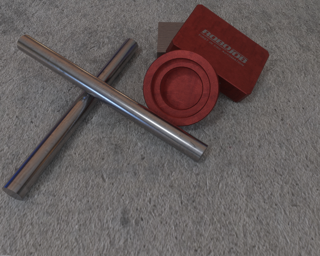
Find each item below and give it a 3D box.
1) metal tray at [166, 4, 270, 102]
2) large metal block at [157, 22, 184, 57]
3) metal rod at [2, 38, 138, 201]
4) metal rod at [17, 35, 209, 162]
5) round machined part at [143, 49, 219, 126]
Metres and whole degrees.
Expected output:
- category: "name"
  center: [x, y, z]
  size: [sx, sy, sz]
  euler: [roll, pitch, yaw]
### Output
- category: "metal tray"
  center: [0.086, -0.109, 0.450]
  size: [0.130, 0.030, 0.090]
  euler: [34, 64, -5]
- category: "large metal block"
  center: [0.037, -0.124, 0.491]
  size: [0.081, 0.050, 0.080]
  euler: [1, 50, 0]
- category: "metal rod"
  center: [-0.105, -0.034, 0.429]
  size: [0.025, 0.025, 0.301]
  euler: [18, 52, 14]
- category: "metal rod"
  center: [-0.072, -0.046, 0.412]
  size: [0.301, 0.025, 0.025]
  euler: [32, 56, 13]
- category: "round machined part"
  center: [0.030, -0.053, 0.414]
  size: [0.098, 0.097, 0.042]
  euler: [14, 9, 11]
